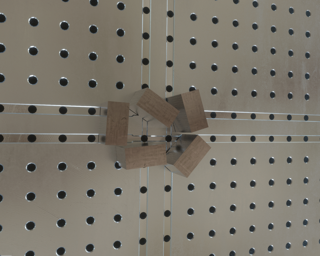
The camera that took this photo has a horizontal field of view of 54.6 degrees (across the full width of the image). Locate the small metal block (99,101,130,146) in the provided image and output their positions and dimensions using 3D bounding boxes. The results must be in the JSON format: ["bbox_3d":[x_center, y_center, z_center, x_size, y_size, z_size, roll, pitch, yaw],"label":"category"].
[{"bbox_3d":[-0.057,-0.005,0.378,0.025,0.050,0.050,4,89,-20],"label":"small metal block"}]

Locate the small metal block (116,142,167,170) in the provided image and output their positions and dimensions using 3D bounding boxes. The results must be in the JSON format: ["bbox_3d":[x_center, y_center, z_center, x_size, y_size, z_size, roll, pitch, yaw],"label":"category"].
[{"bbox_3d":[-0.025,0.034,0.390,0.050,0.050,0.025,-5,92,-20],"label":"small metal block"}]

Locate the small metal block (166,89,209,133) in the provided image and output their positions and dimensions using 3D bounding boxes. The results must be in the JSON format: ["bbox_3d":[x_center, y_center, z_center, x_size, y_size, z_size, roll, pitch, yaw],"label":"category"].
[{"bbox_3d":[0.035,-0.021,0.411,0.025,0.050,0.050,-17,95,-19],"label":"small metal block"}]

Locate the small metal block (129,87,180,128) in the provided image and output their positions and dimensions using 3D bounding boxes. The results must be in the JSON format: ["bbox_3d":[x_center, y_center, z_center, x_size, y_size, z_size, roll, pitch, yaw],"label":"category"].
[{"bbox_3d":[-0.010,-0.024,0.395,0.050,0.050,0.025,35,80,-17],"label":"small metal block"}]

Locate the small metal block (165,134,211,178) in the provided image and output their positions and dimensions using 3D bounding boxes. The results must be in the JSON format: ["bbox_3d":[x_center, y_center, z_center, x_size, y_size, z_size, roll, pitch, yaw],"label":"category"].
[{"bbox_3d":[0.033,0.035,0.410,0.025,0.050,0.050,44,76,-14],"label":"small metal block"}]
